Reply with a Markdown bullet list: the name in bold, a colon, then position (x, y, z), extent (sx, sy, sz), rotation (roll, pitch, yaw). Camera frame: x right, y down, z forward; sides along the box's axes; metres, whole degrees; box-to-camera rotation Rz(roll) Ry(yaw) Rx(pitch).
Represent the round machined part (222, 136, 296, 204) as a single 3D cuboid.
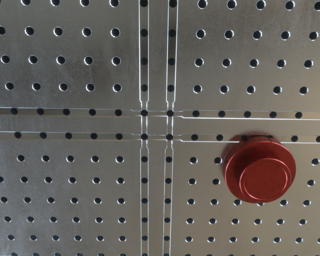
- **round machined part**: position (0.140, 0.064, 0.429), extent (0.099, 0.042, 0.097), rotation (0, 110, 0)
